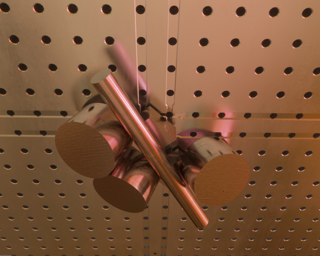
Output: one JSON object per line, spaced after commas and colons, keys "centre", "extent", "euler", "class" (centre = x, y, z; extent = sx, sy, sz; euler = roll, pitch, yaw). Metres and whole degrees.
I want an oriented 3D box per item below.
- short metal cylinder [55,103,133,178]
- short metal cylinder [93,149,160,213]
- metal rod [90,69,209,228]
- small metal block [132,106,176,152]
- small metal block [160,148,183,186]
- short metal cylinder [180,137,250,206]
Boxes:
{"centre": [-0.081, 0.015, 0.385], "extent": [0.080, 0.050, 0.079], "euler": [11, 123, 17], "class": "short metal cylinder"}
{"centre": [-0.046, 0.074, 0.435], "extent": [0.080, 0.050, 0.079], "euler": [16, 137, 16], "class": "short metal cylinder"}
{"centre": [0.002, 0.048, 0.414], "extent": [0.025, 0.025, 0.299], "euler": [-20, 127, 16], "class": "metal rod"}
{"centre": [-0.014, 0.006, 0.412], "extent": [0.050, 0.025, 0.050], "euler": [-36, 122, 26], "class": "small metal block"}
{"centre": [0.023, 0.064, 0.462], "extent": [0.050, 0.025, 0.050], "euler": [-33, 123, 24], "class": "small metal block"}
{"centre": [0.074, 0.059, 0.424], "extent": [0.081, 0.050, 0.079], "euler": [-8, 116, -17], "class": "short metal cylinder"}
